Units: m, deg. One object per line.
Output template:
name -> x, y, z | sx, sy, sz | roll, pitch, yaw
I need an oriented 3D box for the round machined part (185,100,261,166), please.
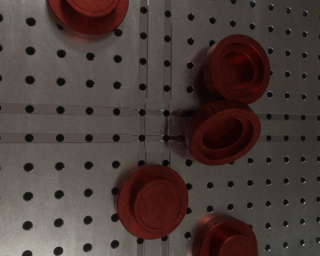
round machined part -> 0.081, 0.002, 0.418 | 0.099, 0.042, 0.097 | -9, 130, -10

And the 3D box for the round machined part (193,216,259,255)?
round machined part -> 0.100, 0.180, 0.443 | 0.099, 0.042, 0.097 | 0, 90, -20

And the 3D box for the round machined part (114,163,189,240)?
round machined part -> -0.007, 0.097, 0.402 | 0.099, 0.042, 0.097 | 0, 90, -21

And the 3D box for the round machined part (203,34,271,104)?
round machined part -> 0.105, -0.080, 0.444 | 0.099, 0.042, 0.097 | 0, 90, -21

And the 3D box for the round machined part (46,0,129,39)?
round machined part -> -0.085, -0.161, 0.372 | 0.099, 0.042, 0.097 | 0, 90, -21
